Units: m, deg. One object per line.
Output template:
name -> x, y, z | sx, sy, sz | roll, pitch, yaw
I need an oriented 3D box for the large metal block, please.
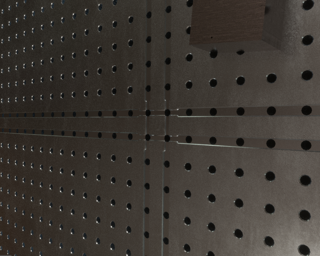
large metal block -> 0.082, -0.125, 0.325 | 0.080, 0.050, 0.079 | 8, 95, 39
